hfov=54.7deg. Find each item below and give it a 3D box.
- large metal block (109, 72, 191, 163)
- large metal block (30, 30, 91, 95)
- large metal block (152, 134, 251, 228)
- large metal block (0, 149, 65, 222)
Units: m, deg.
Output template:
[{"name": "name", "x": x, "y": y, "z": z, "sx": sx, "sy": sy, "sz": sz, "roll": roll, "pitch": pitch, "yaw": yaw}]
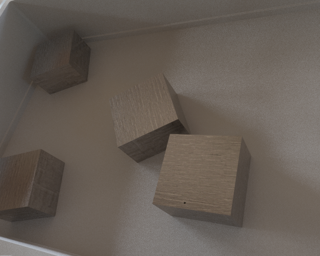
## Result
[{"name": "large metal block", "x": -0.013, "y": -0.013, "z": 0.403, "sx": 0.080, "sy": 0.050, "sz": 0.080, "roll": -25, "pitch": 53, "yaw": 12}, {"name": "large metal block", "x": -0.174, "y": -0.116, "z": 0.549, "sx": 0.080, "sy": 0.050, "sz": 0.080, "roll": -15, "pitch": 56, "yaw": 19}, {"name": "large metal block", "x": 0.047, "y": 0.054, "z": 0.331, "sx": 0.080, "sy": 0.050, "sz": 0.080, "roll": 1, "pitch": 62, "yaw": 28}, {"name": "large metal block", "x": -0.189, "y": 0.083, "z": 0.436, "sx": 0.080, "sy": 0.050, "sz": 0.080, "roll": -13, "pitch": 56, "yaw": 21}]
